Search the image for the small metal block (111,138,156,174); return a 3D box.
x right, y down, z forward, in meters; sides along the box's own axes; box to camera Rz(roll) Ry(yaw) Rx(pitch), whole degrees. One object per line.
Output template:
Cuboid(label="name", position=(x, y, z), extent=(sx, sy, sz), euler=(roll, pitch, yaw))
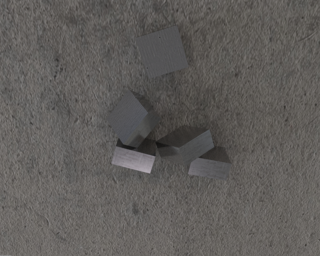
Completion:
Cuboid(label="small metal block", position=(-0.033, 0.031, 0.407), extent=(0.050, 0.050, 0.025), euler=(15, 110, -6))

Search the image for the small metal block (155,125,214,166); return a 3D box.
Cuboid(label="small metal block", position=(0.031, 0.021, 0.394), extent=(0.050, 0.050, 0.025), euler=(-29, 112, -28))

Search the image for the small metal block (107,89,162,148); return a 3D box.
Cuboid(label="small metal block", position=(-0.034, -0.012, 0.389), extent=(0.025, 0.050, 0.050), euler=(20, 114, -49))

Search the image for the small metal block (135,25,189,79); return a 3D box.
Cuboid(label="small metal block", position=(0.003, -0.093, 0.375), extent=(0.050, 0.025, 0.050), euler=(-16, 110, 5))

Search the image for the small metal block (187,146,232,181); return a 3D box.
Cuboid(label="small metal block", position=(0.062, 0.043, 0.413), extent=(0.050, 0.050, 0.025), euler=(11, 110, -4))
